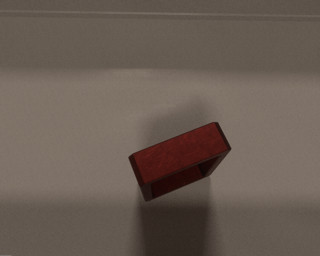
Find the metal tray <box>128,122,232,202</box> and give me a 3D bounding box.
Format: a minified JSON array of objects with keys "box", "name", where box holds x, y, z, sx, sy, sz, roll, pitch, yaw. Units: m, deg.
[{"box":[0.018,0.043,0.338,0.091,0.130,0.030,-21,72,-8],"name":"metal tray"}]
